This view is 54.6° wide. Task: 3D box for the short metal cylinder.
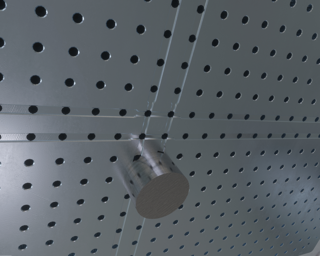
[{"bbox_3d":[-0.006,0.082,0.442,0.081,0.050,0.080,-14,124,-21],"label":"short metal cylinder"}]
